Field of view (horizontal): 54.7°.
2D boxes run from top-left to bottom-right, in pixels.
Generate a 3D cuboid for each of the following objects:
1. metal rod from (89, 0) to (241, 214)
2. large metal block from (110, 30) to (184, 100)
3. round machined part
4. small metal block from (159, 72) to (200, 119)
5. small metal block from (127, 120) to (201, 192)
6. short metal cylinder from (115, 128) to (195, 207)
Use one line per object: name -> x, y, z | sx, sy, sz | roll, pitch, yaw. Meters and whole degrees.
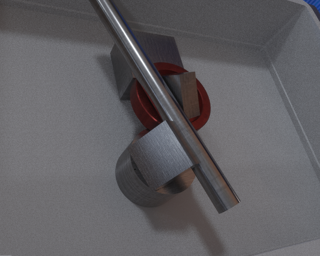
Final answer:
metal rod -> -0.006, -0.046, 0.340 | 0.025, 0.025, 0.299 | -21, 73, -36
large metal block -> -0.017, -0.085, 0.430 | 0.081, 0.050, 0.080 | 0, 62, -29
round machined part -> 0.009, -0.029, 0.380 | 0.099, 0.042, 0.098 | 14, 56, -21
small metal block -> 0.017, -0.037, 0.359 | 0.025, 0.050, 0.050 | -19, 107, -39
small metal block -> 0.004, 0.027, 0.308 | 0.050, 0.050, 0.025 | 59, 19, 14
short metal cylinder -> -0.005, 0.046, 0.359 | 0.081, 0.050, 0.080 | 14, 56, -21
